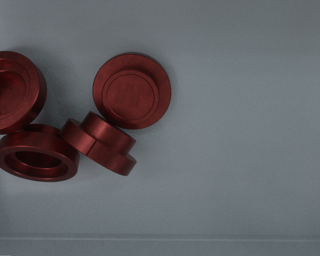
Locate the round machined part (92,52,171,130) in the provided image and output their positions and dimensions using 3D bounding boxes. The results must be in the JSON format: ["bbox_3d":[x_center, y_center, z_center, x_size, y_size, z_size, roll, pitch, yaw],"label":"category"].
[{"bbox_3d":[-0.035,-0.043,0.386,0.099,0.042,0.097,0,110,0],"label":"round machined part"}]

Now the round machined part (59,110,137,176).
[{"bbox_3d":[-0.069,0.014,0.380,0.098,0.098,0.042,34,87,-12],"label":"round machined part"}]

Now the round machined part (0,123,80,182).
[{"bbox_3d":[-0.152,0.030,0.395,0.099,0.042,0.098,1,146,1],"label":"round machined part"}]

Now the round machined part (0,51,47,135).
[{"bbox_3d":[-0.182,-0.039,0.370,0.099,0.042,0.098,-1,74,4],"label":"round machined part"}]
